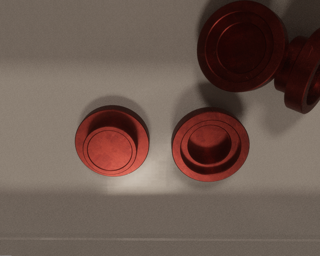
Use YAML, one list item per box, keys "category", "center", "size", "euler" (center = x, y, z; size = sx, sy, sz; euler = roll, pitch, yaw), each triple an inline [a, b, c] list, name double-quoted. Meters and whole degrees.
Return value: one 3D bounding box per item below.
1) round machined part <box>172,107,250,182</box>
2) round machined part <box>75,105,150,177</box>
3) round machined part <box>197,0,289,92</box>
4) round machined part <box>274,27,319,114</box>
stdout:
- category: "round machined part"
  center: [0.064, 0.018, 0.410]
  size: [0.099, 0.042, 0.097]
  euler: [0, 110, -1]
- category: "round machined part"
  center: [-0.063, 0.022, 0.410]
  size: [0.099, 0.042, 0.097]
  euler: [0, 110, -1]
- category: "round machined part"
  center: [0.096, -0.091, 0.354]
  size: [0.098, 0.042, 0.097]
  euler: [6, 101, 33]
- category: "round machined part"
  center: [0.170, -0.069, 0.361]
  size: [0.042, 0.099, 0.097]
  euler: [30, 113, 34]
